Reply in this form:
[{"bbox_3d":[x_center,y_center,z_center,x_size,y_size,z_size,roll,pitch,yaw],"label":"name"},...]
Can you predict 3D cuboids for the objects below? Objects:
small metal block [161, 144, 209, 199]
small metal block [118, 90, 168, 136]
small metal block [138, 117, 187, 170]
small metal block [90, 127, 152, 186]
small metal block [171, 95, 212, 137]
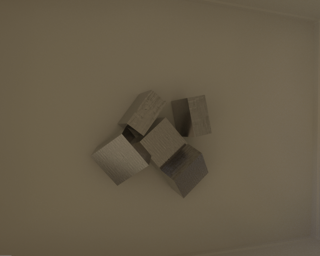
[{"bbox_3d":[0.034,0.057,0.409,0.050,0.025,0.050,-43,141,-15],"label":"small metal block"},{"bbox_3d":[-0.023,-0.018,0.387,0.025,0.050,0.050,38,78,-16],"label":"small metal block"},{"bbox_3d":[0.001,0.021,0.410,0.050,0.025,0.050,-44,104,-15],"label":"small metal block"},{"bbox_3d":[-0.047,0.035,0.380,0.050,0.025,0.050,-35,104,17],"label":"small metal block"},{"bbox_3d":[0.041,-0.015,0.411,0.025,0.050,0.050,-12,94,-21],"label":"small metal block"}]
